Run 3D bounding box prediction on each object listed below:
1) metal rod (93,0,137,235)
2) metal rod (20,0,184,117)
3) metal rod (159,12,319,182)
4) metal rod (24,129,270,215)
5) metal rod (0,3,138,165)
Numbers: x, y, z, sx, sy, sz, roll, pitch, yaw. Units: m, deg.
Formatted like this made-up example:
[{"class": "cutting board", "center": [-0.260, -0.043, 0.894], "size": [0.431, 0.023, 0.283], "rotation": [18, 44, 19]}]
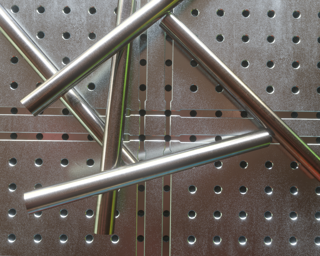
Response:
[{"class": "metal rod", "center": [-0.056, -0.022, 0.393], "size": [0.025, 0.025, 0.298], "rotation": [5, 82, -1]}, {"class": "metal rod", "center": [-0.039, -0.120, 0.381], "size": [0.301, 0.025, 0.025], "rotation": [-42, 90, -13]}, {"class": "metal rod", "center": [0.115, -0.041, 0.414], "size": [0.300, 0.025, 0.025], "rotation": [44, 90, -1]}, {"class": "metal rod", "center": [-0.001, 0.047, 0.373], "size": [0.302, 0.025, 0.025], "rotation": [-13, 90, -17]}, {"class": "metal rod", "center": [-0.124, -0.045, 0.411], "size": [0.025, 0.025, 0.300], "rotation": [-41, 91, 0]}]
